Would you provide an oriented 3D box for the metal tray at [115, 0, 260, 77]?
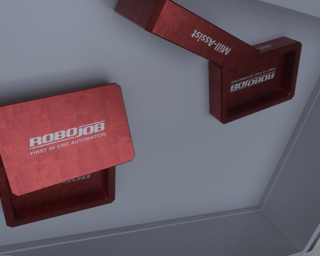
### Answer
[{"bbox_3d":[0.029,-0.100,0.320,0.131,0.090,0.030,15,111,-34],"label":"metal tray"}]

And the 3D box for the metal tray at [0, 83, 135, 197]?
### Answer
[{"bbox_3d":[-0.099,0.008,0.330,0.131,0.030,0.089,-16,103,-23],"label":"metal tray"}]

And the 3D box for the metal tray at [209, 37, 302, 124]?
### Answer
[{"bbox_3d":[0.133,-0.067,0.435,0.131,0.030,0.089,-19,126,-17],"label":"metal tray"}]

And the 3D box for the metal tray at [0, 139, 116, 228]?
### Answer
[{"bbox_3d":[-0.122,0.063,0.377,0.131,0.030,0.089,-9,122,-24],"label":"metal tray"}]
